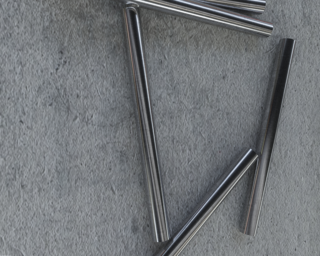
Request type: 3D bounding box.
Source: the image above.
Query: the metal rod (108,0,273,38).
[{"bbox_3d":[0.025,-0.157,0.403,0.302,0.025,0.025,4,89,-26],"label":"metal rod"}]

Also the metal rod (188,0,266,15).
[{"bbox_3d":[0.008,-0.180,0.411,0.302,0.025,0.025,-1,91,-20],"label":"metal rod"}]

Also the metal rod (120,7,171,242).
[{"bbox_3d":[-0.018,-0.002,0.402,0.025,0.025,0.298,-9,93,-20],"label":"metal rod"}]

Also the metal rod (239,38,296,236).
[{"bbox_3d":[0.164,0.010,0.469,0.025,0.025,0.299,15,85,-20],"label":"metal rod"}]

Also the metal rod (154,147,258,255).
[{"bbox_3d":[0.035,0.143,0.421,0.301,0.025,0.025,-47,105,-14],"label":"metal rod"}]
